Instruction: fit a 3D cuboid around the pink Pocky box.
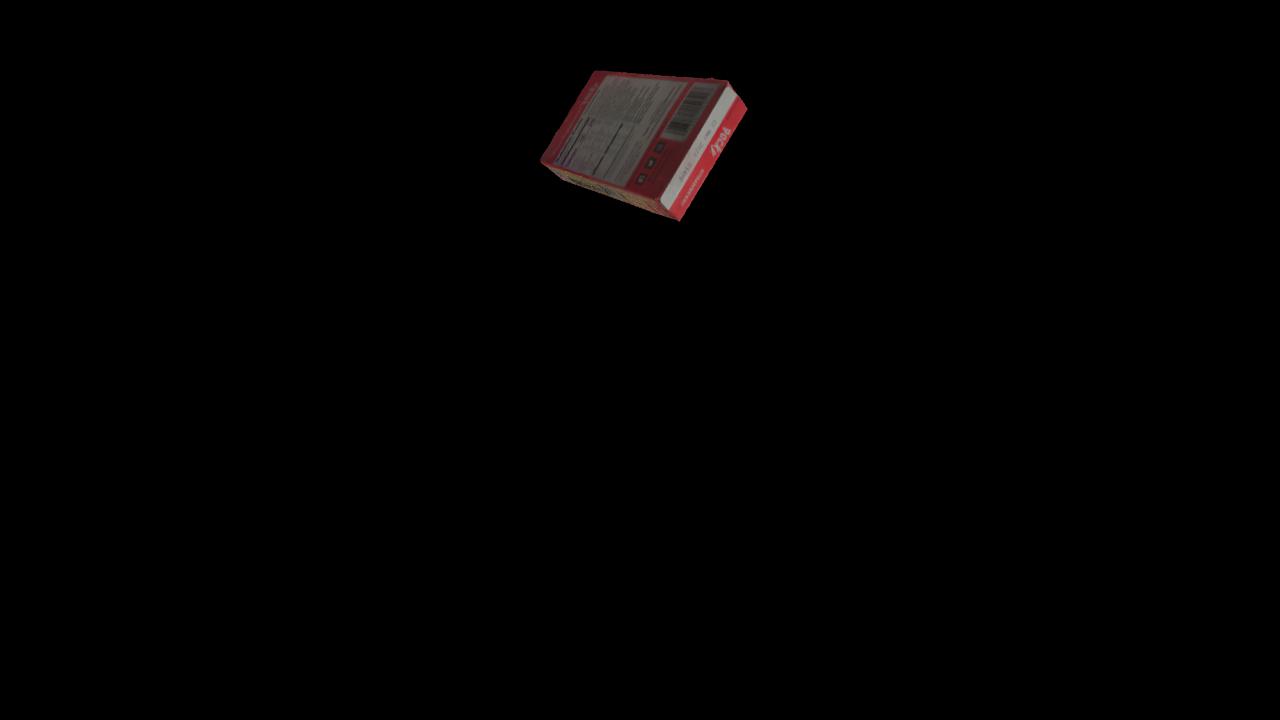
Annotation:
[{"bbox_3d":[-0.005,-0.154,0.427,0.029,0.084,0.155,30,2,-44],"label":"pink Pocky box"}]
